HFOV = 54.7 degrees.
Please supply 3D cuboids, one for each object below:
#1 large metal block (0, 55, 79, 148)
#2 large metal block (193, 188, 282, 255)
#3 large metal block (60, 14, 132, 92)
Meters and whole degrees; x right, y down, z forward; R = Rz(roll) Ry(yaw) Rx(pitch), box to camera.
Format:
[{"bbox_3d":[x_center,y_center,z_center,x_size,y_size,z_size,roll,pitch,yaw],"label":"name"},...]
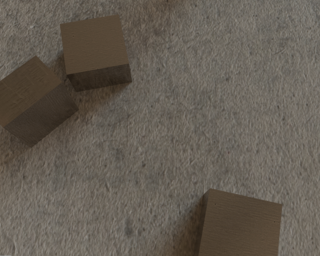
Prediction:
[{"bbox_3d":[-0.158,-0.030,0.388,0.080,0.080,0.050,-42,76,-14],"label":"large metal block"},{"bbox_3d":[0.086,0.120,0.352,0.080,0.050,0.080,12,70,4],"label":"large metal block"},{"bbox_3d":[-0.088,-0.103,0.432,0.081,0.050,0.080,-11,71,-5],"label":"large metal block"}]
